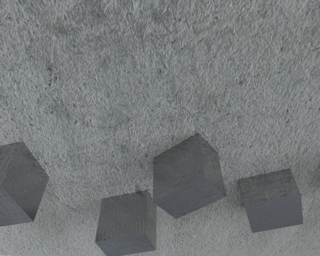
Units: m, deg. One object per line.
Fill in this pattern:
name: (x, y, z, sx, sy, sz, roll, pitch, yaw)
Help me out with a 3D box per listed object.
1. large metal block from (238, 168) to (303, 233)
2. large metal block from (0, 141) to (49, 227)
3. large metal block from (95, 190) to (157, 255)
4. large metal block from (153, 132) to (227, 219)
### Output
large metal block: (0.176, 0.117, 0.492, 0.080, 0.050, 0.080, -15, 129, 12)
large metal block: (-0.208, 0.079, 0.436, 0.050, 0.080, 0.080, -11, 129, 9)
large metal block: (-0.052, 0.154, 0.502, 0.080, 0.080, 0.050, -13, 129, 10)
large metal block: (0.038, 0.066, 0.427, 0.080, 0.080, 0.050, -31, 124, 24)
